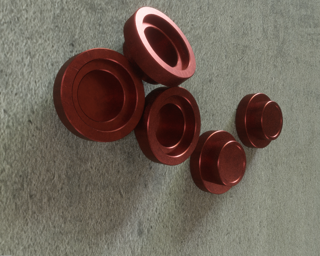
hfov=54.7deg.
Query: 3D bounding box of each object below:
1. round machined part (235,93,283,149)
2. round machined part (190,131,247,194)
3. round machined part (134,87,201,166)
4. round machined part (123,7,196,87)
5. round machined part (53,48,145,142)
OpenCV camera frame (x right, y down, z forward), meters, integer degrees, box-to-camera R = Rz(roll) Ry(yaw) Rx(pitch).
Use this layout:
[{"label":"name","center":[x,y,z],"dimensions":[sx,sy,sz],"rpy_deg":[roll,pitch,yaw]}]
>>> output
[{"label":"round machined part","center":[0.180,-0.013,0.544],"dimensions":[0.099,0.042,0.097],"rpy_deg":[0,90,-40]},{"label":"round machined part","center":[0.095,0.053,0.473],"dimensions":[0.099,0.042,0.097],"rpy_deg":[0,90,-40]},{"label":"round machined part","center":[0.005,-0.004,0.393],"dimensions":[0.099,0.042,0.097],"rpy_deg":[-6,98,-46]},{"label":"round machined part","center":[-0.005,-0.091,0.373],"dimensions":[0.098,0.042,0.098],"rpy_deg":[28,47,-34]},{"label":"round machined part","center":[-0.068,-0.034,0.336],"dimensions":[0.099,0.042,0.097],"rpy_deg":[0,90,-40]}]
